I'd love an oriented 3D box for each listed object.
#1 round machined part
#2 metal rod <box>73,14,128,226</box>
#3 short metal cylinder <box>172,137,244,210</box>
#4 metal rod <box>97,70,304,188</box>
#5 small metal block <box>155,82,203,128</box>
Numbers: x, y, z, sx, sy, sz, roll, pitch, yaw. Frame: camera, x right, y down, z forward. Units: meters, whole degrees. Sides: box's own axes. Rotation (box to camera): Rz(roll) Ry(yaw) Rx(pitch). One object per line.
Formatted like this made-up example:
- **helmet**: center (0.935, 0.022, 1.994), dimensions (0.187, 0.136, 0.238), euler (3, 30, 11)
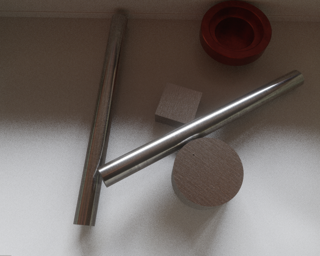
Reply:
- **round machined part**: center (0.106, -0.132, 0.450), dimensions (0.099, 0.042, 0.098), euler (0, 70, -1)
- **metal rod**: center (-0.075, -0.025, 0.417), dimensions (0.025, 0.025, 0.299), euler (5, 70, 1)
- **short metal cylinder**: center (0.055, 0.057, 0.376), dimensions (0.081, 0.050, 0.080), euler (0, 70, -1)
- **metal rod**: center (0.064, -0.007, 0.393), dimensions (0.302, 0.025, 0.025), euler (-26, 72, -17)
- **small metal block**: center (0.025, -0.028, 0.420), dimensions (0.050, 0.025, 0.050), euler (18, 71, 6)
